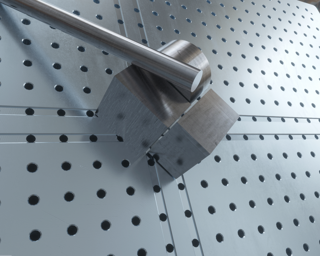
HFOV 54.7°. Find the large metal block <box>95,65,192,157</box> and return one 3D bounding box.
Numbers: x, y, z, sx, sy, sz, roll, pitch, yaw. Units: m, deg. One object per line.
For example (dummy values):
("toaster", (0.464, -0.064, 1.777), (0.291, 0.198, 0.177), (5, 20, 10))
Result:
("large metal block", (-0.023, -0.023, 0.377), (0.080, 0.080, 0.050), (44, 51, 2))

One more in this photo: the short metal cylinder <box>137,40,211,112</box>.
("short metal cylinder", (0.017, -0.064, 0.389), (0.080, 0.080, 0.050), (45, 51, 2))

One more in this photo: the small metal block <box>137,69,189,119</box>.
("small metal block", (0.005, -0.049, 0.443), (0.050, 0.025, 0.050), (41, 51, -1))

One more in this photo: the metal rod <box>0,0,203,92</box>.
("metal rod", (-0.090, -0.115, 0.364), (0.301, 0.025, 0.025), (27, 49, 16))

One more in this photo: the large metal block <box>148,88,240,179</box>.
("large metal block", (0.042, 0.008, 0.390), (0.050, 0.080, 0.080), (45, 51, 2))
